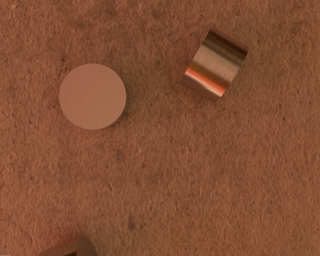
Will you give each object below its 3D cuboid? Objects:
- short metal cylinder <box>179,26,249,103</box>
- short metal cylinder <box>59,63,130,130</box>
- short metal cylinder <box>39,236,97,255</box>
[{"bbox_3d":[0.066,-0.077,0.383,0.050,0.080,0.080,30,90,0],"label":"short metal cylinder"},{"bbox_3d":[-0.081,-0.038,0.396,0.081,0.050,0.079,0,90,-1],"label":"short metal cylinder"},{"bbox_3d":[-0.109,0.182,0.381,0.050,0.080,0.080,-20,90,0],"label":"short metal cylinder"}]
